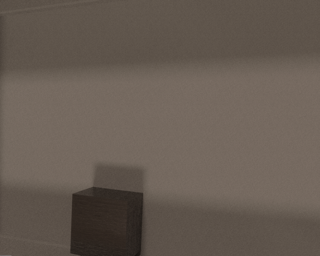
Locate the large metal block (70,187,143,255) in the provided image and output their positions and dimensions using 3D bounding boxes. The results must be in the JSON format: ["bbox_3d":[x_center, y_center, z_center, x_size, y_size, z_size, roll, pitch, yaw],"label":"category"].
[{"bbox_3d":[-0.071,0.129,0.421,0.080,0.050,0.079,3,91,19],"label":"large metal block"}]
